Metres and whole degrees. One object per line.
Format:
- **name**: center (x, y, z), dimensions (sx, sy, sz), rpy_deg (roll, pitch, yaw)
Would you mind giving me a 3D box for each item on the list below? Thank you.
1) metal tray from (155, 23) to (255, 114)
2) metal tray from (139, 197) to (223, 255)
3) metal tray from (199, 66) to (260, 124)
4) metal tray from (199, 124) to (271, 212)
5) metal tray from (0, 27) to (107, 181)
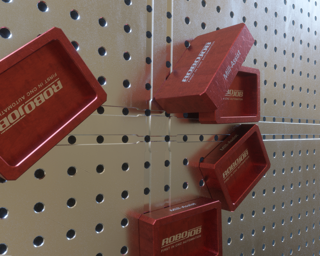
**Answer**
- **metal tray**: center (0.060, -0.078, 0.415), dimensions (0.030, 0.090, 0.130), rpy_deg (47, 62, -30)
- **metal tray**: center (0.033, 0.155, 0.432), dimensions (0.131, 0.030, 0.090), rpy_deg (-3, 92, -40)
- **metal tray**: center (0.113, -0.053, 0.491), dimensions (0.131, 0.030, 0.090), rpy_deg (-3, 93, -44)
- **metal tray**: center (0.128, 0.062, 0.511), dimensions (0.131, 0.030, 0.090), rpy_deg (-37, 113, -34)
- **metal tray**: center (-0.125, -0.026, 0.300), dimensions (0.131, 0.030, 0.090), rpy_deg (-47, 118, -29)
